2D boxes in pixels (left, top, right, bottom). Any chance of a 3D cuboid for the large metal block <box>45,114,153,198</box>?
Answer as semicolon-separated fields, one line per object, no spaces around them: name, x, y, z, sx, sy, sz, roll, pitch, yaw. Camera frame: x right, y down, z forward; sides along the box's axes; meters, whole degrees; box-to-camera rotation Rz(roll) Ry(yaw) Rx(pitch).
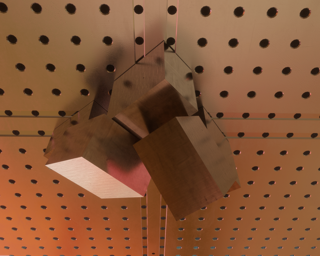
large metal block;-0.063;0.036;0.338;0.080;0.050;0.080;-15;134;46

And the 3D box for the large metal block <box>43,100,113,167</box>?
large metal block;-0.090;0.023;0.413;0.080;0.050;0.080;-32;124;24

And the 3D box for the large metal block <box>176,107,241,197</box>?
large metal block;0.058;0.034;0.403;0.050;0.080;0.080;-27;125;21

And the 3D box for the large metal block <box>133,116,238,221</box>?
large metal block;0.029;0.035;0.313;0.050;0.080;0.080;-34;80;20

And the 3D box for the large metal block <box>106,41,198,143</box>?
large metal block;-0.009;-0.037;0.342;0.080;0.080;0.050;-34;123;25
